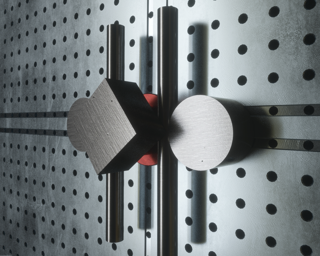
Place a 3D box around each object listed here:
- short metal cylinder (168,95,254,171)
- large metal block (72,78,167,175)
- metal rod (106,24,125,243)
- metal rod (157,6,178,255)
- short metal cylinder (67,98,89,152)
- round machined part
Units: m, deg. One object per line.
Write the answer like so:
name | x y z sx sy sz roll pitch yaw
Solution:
short metal cylinder | 0.056 0.005 0.346 0.080 0.050 0.080 0 90 40
large metal block | -0.051 -0.001 0.374 0.080 0.050 0.080 -46 63 30
metal rod | -0.063 0.007 0.434 0.025 0.025 0.298 1 90 40
metal rod | 0.009 0.006 0.375 0.025 0.025 0.298 0 90 40
short metal cylinder | -0.097 -0.005 0.474 0.080 0.050 0.080 0 90 40
round machined part | -0.018 0.002 0.414 0.098 0.042 0.097 0 90 40
